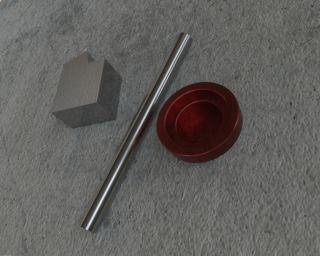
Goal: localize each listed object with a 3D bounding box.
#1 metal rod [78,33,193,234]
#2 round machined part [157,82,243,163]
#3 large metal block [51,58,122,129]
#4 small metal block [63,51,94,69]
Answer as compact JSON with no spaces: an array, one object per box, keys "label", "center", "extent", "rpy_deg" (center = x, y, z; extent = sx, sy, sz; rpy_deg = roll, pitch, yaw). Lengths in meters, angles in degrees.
[{"label":"metal rod","center":[-0.025,-0.006,0.419],"extent":[0.025,0.025,0.300],"rpy_deg":[14,69,33]},{"label":"round machined part","center":[0.049,-0.003,0.368],"extent":[0.098,0.042,0.098],"rpy_deg":[-13,56,20]},{"label":"large metal block","center":[-0.110,-0.051,0.475],"extent":[0.080,0.050,0.080],"rpy_deg":[-10,57,22]},{"label":"small metal block","center":[-0.137,-0.096,0.533],"extent":[0.050,0.025,0.050],"rpy_deg":[-25,53,12]}]
